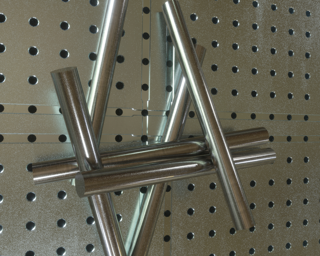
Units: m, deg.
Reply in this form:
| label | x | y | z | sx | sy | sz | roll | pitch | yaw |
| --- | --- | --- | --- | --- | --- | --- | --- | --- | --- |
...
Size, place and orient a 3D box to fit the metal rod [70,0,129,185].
| label | x | y | z | sx | sy | sz | roll | pitch | yaw |
| --- | --- | --- | --- | --- | --- | --- | --- | --- | --- |
| metal rod | -0.069 | -0.077 | 0.386 | 0.025 | 0.025 | 0.299 | 12 | 86 | -20 |

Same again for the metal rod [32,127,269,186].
| label | x | y | z | sx | sy | sz | roll | pitch | yaw |
| --- | --- | --- | --- | --- | --- | --- | --- | --- | --- |
| metal rod | 0.004 | 0.030 | 0.386 | 0.302 | 0.025 | 0.025 | -8 | 93 | -20 |

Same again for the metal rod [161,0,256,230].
| label | x | y | z | sx | sy | sz | roll | pitch | yaw |
| --- | --- | --- | --- | --- | --- | --- | --- | --- | --- |
| metal rod | 0.057 | -0.024 | 0.391 | 0.025 | 0.025 | 0.299 | -13 | 79 | -20 |

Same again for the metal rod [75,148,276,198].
| label | x | y | z | sx | sy | sz | roll | pitch | yaw |
| --- | --- | --- | --- | --- | --- | --- | --- | --- | --- |
| metal rod | 0.045 | 0.048 | 0.385 | 0.302 | 0.025 | 0.025 | -3 | 91 | -36 |

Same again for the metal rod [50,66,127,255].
| label | x | y | z | sx | sy | sz | roll | pitch | yaw |
| --- | --- | --- | --- | --- | --- | --- | --- | --- | --- |
| metal rod | -0.066 | 0.082 | 0.345 | 0.025 | 0.025 | 0.298 | -18 | 113 | -19 |

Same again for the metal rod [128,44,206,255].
| label | x | y | z | sx | sy | sz | roll | pitch | yaw |
| --- | --- | --- | --- | --- | --- | --- | --- | --- | --- |
| metal rod | 0.010 | 0.031 | 0.416 | 0.025 | 0.025 | 0.299 | 19 | 84 | -19 |
